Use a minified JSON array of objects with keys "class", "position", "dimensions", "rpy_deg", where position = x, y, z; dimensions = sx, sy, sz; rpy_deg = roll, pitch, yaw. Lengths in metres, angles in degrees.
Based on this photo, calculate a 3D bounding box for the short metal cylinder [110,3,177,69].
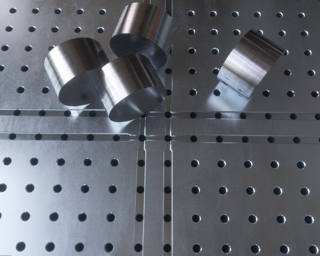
[{"class":"short metal cylinder","position":[-0.023,-0.124,0.428],"dimensions":[0.080,0.080,0.050],"rpy_deg":[15,71,5]}]

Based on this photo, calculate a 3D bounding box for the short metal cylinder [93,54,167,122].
[{"class":"short metal cylinder","position":[-0.038,-0.050,0.400],"dimensions":[0.080,0.080,0.050],"rpy_deg":[-25,72,-9]}]

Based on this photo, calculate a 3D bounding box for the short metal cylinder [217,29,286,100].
[{"class":"short metal cylinder","position":[0.121,-0.084,0.415],"dimensions":[0.050,0.080,0.080],"rpy_deg":[38,74,12]}]

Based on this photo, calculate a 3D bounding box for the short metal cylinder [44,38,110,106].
[{"class":"short metal cylinder","position":[-0.103,-0.072,0.408],"dimensions":[0.080,0.080,0.050],"rpy_deg":[-26,73,-9]}]
